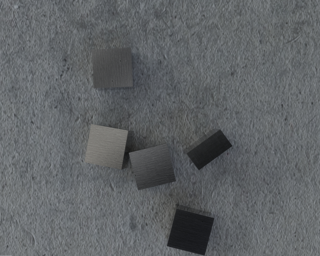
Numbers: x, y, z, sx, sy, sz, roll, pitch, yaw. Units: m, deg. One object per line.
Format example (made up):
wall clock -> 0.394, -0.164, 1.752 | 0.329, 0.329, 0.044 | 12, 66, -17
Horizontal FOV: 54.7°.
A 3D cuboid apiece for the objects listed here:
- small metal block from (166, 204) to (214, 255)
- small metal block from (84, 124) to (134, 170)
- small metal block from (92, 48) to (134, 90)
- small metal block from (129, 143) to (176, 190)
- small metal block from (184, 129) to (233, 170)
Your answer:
small metal block -> 0.039, 0.134, 0.410 | 0.050, 0.025, 0.050 | 14, 90, 0
small metal block -> -0.066, 0.024, 0.405 | 0.050, 0.025, 0.050 | 10, 90, 11
small metal block -> -0.061, -0.077, 0.409 | 0.050, 0.025, 0.050 | -3, 90, 0
small metal block -> -0.010, 0.050, 0.410 | 0.050, 0.025, 0.050 | -14, 90, -1
small metal block -> 0.060, 0.026, 0.398 | 0.050, 0.050, 0.025 | -36, 90, 0
